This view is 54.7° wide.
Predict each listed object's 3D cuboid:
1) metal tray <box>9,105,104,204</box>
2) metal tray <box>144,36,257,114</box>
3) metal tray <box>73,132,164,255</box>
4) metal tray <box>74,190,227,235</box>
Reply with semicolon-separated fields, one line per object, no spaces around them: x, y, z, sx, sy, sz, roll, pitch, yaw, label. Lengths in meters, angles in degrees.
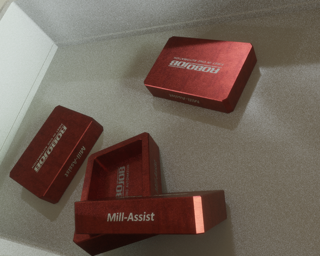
-0.154;0.035;0.462;0.090;0.030;0.130;19;71;35;metal tray
0.052;-0.077;0.422;0.130;0.030;0.090;17;70;34;metal tray
-0.045;0.070;0.359;0.090;0.030;0.130;-23;37;14;metal tray
-0.007;0.084;0.313;0.130;0.090;0.030;-8;80;24;metal tray
